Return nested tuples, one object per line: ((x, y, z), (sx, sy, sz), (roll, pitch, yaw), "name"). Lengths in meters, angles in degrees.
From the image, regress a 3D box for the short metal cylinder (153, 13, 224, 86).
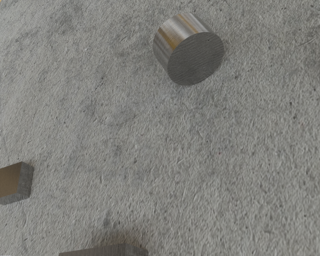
((0.037, -0.103, 0.412), (0.080, 0.080, 0.050), (-34, 52, 6), "short metal cylinder")

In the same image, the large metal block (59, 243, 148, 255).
((-0.058, 0.168, 0.314), (0.080, 0.050, 0.080), (-16, 55, 19), "large metal block")

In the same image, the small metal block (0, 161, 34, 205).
((-0.222, 0.084, 0.466), (0.050, 0.025, 0.050), (-18, 55, 17), "small metal block")
